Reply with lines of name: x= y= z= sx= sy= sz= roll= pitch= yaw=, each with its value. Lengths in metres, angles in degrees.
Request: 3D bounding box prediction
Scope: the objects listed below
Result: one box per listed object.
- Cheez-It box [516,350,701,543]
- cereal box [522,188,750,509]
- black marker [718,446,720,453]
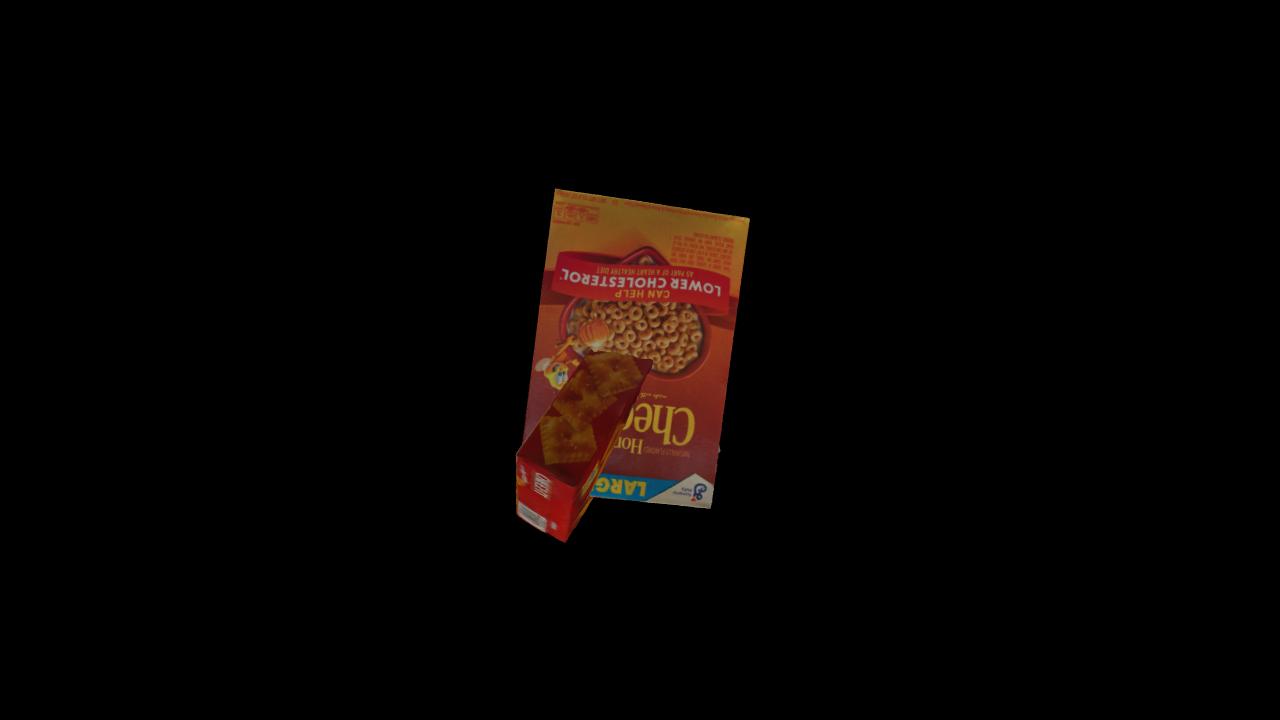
Cheez-It box: x=-0.045 y=0.063 z=0.655 sx=0.071 sy=0.223 sz=0.166 roll=28 pitch=-34 yaw=8
cereal box: x=-0.008 y=-0.008 z=0.646 sx=0.203 sy=0.306 sz=0.081 roll=8 pitch=1 yaw=-5
black marker: x=0.066 y=0.040 z=0.656 sx=0.020 sy=0.121 sz=0.020 roll=-7 pitch=-18 yaw=-2
